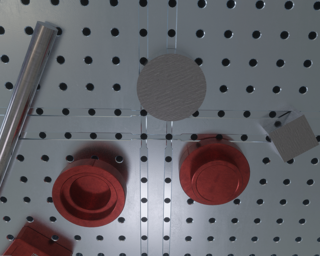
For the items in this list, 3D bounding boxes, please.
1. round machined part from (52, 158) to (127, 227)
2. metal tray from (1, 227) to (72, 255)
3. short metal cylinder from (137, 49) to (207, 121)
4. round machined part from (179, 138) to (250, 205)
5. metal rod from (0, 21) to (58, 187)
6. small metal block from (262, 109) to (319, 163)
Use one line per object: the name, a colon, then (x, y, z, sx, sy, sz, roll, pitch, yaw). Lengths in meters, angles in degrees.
round machined part: (-0.096, 0.086, 0.435, 0.099, 0.042, 0.097, 0, 110, 0)
metal tray: (-0.214, 0.228, 0.492, 0.090, 0.030, 0.130, 37, 106, -13)
short metal cylinder: (0.013, -0.054, 0.380, 0.081, 0.050, 0.079, 0, 110, 0)
round machined part: (0.076, 0.067, 0.429, 0.099, 0.042, 0.097, 0, 110, 0)
metal rod: (-0.200, 0.004, 0.412, 0.025, 0.025, 0.298, 25, 108, -9)
small metal block: (0.176, 0.010, 0.419, 0.050, 0.025, 0.050, -31, 107, 10)
